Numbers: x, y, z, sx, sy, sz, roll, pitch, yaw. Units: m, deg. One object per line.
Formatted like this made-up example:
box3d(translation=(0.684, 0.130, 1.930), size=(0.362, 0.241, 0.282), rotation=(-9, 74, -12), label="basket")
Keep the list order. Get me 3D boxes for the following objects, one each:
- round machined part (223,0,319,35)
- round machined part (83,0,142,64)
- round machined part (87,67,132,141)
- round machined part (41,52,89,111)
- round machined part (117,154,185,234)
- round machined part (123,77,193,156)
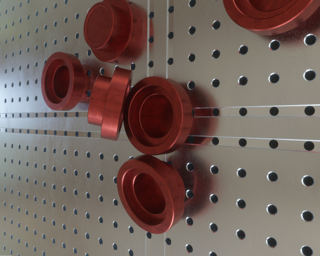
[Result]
box3d(translation=(0.115, -0.140, 0.304), size=(0.098, 0.042, 0.097), rotation=(0, 90, 40), label="round machined part")
box3d(translation=(-0.077, -0.148, 0.463), size=(0.098, 0.042, 0.097), rotation=(0, 90, 40), label="round machined part")
box3d(translation=(-0.068, -0.034, 0.419), size=(0.042, 0.098, 0.097), rotation=(13, 101, -4), label="round machined part")
box3d(translation=(-0.159, -0.078, 0.531), size=(0.098, 0.042, 0.097), rotation=(0, 90, 40), label="round machined part")
box3d(translation=(-0.007, 0.080, 0.395), size=(0.098, 0.042, 0.097), rotation=(17, 117, 39), label="round machined part")
box3d(translation=(0.002, -0.015, 0.398), size=(0.098, 0.042, 0.097), rotation=(0, 90, 40), label="round machined part")
